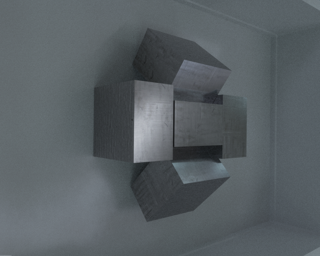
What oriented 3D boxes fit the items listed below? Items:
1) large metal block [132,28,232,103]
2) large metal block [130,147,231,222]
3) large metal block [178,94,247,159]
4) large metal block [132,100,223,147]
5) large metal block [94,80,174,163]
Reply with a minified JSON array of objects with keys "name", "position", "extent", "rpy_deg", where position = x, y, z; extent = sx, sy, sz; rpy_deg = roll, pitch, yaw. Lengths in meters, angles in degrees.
[{"name":"large metal block","position":[0.026,-0.075,0.382],"extent":[0.081,0.080,0.050],"rpy_deg":[2,126,-40]},{"name":"large metal block","position":[0.024,0.066,0.381],"extent":[0.081,0.080,0.050],"rpy_deg":[1,48,-41]},{"name":"large metal block","position":[0.071,-0.002,0.429],"extent":[0.050,0.080,0.080],"rpy_deg":[1,90,-40]},{"name":"large metal block","position":[0.021,-0.005,0.386],"extent":[0.081,0.080,0.050],"rpy_deg":[1,90,-40]},{"name":"large metal block","position":[-0.031,-0.006,0.343],"extent":[0.050,0.080,0.080],"rpy_deg":[1,90,-40]}]
